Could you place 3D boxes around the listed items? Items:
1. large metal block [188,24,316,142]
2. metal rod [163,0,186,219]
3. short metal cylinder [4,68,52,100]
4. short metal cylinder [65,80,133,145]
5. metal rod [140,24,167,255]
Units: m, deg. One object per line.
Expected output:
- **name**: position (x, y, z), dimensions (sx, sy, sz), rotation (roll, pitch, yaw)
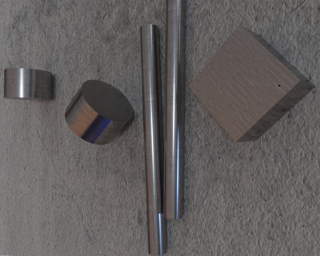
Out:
- **large metal block**: position (0.090, -0.042, 0.314), dimensions (0.080, 0.050, 0.080), rotation (-50, 61, 28)
- **metal rod**: position (0.018, -0.037, 0.389), dimensions (0.025, 0.025, 0.298), rotation (1, 91, 40)
- **short metal cylinder**: position (-0.241, -0.078, 0.568), dimensions (0.080, 0.081, 0.050), rotation (2, 92, 40)
- **short metal cylinder**: position (-0.086, -0.023, 0.440), dimensions (0.050, 0.081, 0.080), rotation (-47, 62, 30)
- **metal rod**: position (-0.009, 0.014, 0.412), dimensions (0.025, 0.025, 0.298), rotation (-4, 88, 40)
